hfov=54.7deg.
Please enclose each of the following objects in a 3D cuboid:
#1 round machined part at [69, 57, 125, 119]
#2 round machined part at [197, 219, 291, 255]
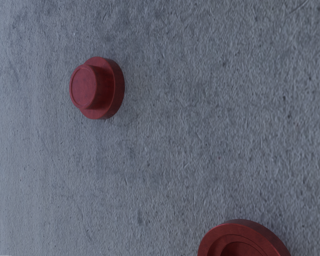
[{"bbox_3d":[-0.104,-0.062,0.480,0.098,0.042,0.097,0,90,40],"label":"round machined part"},{"bbox_3d":[0.091,0.143,0.319,0.098,0.042,0.097,0,90,40],"label":"round machined part"}]
